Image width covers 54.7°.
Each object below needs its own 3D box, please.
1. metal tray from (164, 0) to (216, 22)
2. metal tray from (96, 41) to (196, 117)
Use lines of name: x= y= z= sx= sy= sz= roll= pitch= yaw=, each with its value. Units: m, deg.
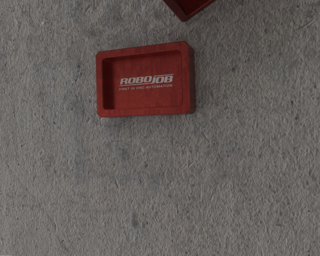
metal tray: x=0.061 y=-0.183 z=0.352 sx=0.130 sy=0.090 sz=0.030 roll=-31 pitch=80 yaw=17
metal tray: x=-0.020 y=-0.061 z=0.413 sx=0.130 sy=0.030 sz=0.089 roll=-2 pitch=89 yaw=19
